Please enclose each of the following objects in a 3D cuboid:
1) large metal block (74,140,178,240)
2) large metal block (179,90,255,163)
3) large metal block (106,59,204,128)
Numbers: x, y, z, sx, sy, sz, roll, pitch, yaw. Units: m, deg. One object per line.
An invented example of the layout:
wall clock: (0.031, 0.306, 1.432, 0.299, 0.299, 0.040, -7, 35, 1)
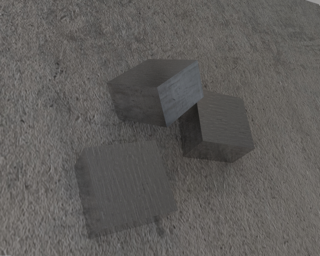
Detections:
large metal block: (-0.038, 0.063, 0.328, 0.081, 0.050, 0.080, -5, 64, -30)
large metal block: (0.075, -0.002, 0.429, 0.081, 0.050, 0.080, 9, 58, -24)
large metal block: (-0.004, -0.048, 0.387, 0.080, 0.080, 0.050, -40, 127, -39)
